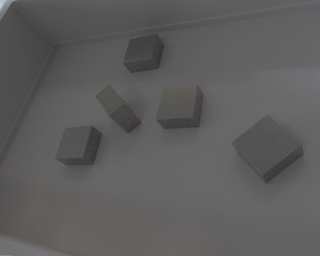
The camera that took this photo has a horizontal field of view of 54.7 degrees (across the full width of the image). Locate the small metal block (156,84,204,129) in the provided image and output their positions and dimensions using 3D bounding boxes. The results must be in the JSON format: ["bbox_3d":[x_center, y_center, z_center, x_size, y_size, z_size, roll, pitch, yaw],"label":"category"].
[{"bbox_3d":[0.027,-0.028,0.409,0.050,0.025,0.050,-3,60,26],"label":"small metal block"}]

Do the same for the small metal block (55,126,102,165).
[{"bbox_3d":[-0.118,0.026,0.452,0.050,0.025,0.050,-4,60,26],"label":"small metal block"}]

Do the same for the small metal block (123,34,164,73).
[{"bbox_3d":[-0.026,-0.118,0.492,0.050,0.025,0.050,-3,60,26],"label":"small metal block"}]

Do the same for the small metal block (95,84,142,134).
[{"bbox_3d":[-0.058,-0.026,0.437,0.025,0.050,0.050,-41,51,1],"label":"small metal block"}]

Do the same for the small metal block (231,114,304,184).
[{"bbox_3d":[0.114,0.022,0.332,0.050,0.025,0.050,-39,51,2],"label":"small metal block"}]
